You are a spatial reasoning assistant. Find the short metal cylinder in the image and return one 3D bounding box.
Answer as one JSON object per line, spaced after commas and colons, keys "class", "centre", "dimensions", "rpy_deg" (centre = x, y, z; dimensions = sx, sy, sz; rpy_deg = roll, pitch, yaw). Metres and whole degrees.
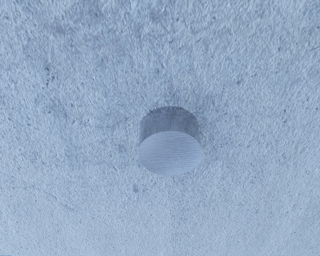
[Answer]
{"class": "short metal cylinder", "centre": [0.013, 0.017, 0.407], "dimensions": [0.081, 0.050, 0.079], "rpy_deg": [0, 130, 0]}
